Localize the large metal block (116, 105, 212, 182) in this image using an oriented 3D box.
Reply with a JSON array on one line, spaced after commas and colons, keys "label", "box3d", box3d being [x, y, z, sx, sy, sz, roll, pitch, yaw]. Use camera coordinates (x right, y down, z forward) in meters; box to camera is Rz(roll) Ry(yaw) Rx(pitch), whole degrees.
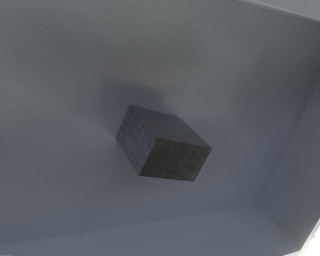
[{"label": "large metal block", "box3d": [0.003, 0.019, 0.385, 0.081, 0.080, 0.050, 13, 112, -34]}]
